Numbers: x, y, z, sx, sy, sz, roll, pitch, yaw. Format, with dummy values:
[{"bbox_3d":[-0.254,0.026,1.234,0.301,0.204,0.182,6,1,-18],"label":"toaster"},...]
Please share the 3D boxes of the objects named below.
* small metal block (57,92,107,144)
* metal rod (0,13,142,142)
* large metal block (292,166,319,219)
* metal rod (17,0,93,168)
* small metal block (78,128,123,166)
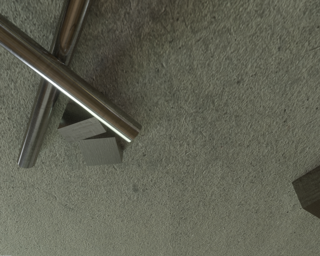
[{"bbox_3d":[-0.091,-0.013,0.378,0.050,0.050,0.025,-17,128,14],"label":"small metal block"},{"bbox_3d":[-0.139,-0.083,0.307,0.301,0.025,0.025,39,120,-19],"label":"metal rod"},{"bbox_3d":[0.270,0.099,0.480,0.080,0.050,0.080,31,123,-24],"label":"large metal block"},{"bbox_3d":[-0.125,-0.054,0.359,0.025,0.025,0.298,21,127,-17],"label":"metal rod"},{"bbox_3d":[-0.081,0.025,0.427,0.050,0.025,0.050,-5,130,4],"label":"small metal block"}]
